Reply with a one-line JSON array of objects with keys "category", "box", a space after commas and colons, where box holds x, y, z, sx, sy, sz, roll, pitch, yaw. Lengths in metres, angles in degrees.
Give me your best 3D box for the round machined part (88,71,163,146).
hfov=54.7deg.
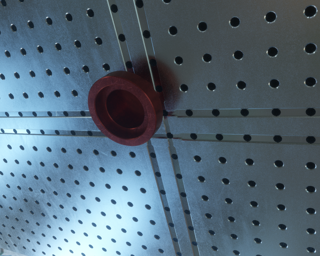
[{"category": "round machined part", "box": [-0.041, -0.028, 0.403, 0.098, 0.042, 0.097, 13, 124, 20]}]
